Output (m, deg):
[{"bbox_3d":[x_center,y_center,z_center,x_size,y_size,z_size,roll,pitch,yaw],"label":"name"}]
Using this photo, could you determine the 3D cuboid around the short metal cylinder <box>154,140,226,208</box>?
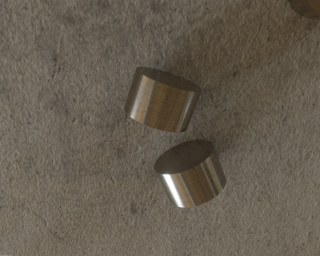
[{"bbox_3d":[0.039,0.057,0.402,0.080,0.080,0.050,-21,109,7],"label":"short metal cylinder"}]

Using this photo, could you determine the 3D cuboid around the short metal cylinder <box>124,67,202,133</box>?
[{"bbox_3d":[0.003,-0.035,0.368,0.080,0.080,0.050,17,109,-7],"label":"short metal cylinder"}]

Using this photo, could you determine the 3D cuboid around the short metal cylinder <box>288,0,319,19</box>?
[{"bbox_3d":[0.188,-0.161,0.340,0.081,0.050,0.079,0,110,-1],"label":"short metal cylinder"}]
